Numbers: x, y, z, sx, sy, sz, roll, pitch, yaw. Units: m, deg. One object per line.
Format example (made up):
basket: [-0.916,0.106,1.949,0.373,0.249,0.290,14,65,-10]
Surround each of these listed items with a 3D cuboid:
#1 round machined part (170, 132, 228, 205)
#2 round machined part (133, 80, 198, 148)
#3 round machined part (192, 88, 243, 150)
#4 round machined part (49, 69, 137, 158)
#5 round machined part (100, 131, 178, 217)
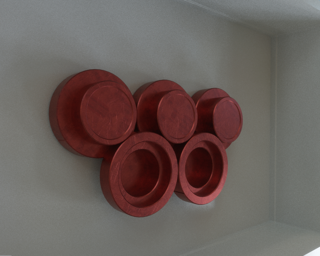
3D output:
round machined part: [0.047,0.054,0.433,0.099,0.042,0.097,0,90,-40]
round machined part: [0.010,-0.014,0.401,0.099,0.042,0.097,1,89,-39]
round machined part: [0.087,-0.012,0.465,0.099,0.042,0.097,1,89,-39]
round machined part: [-0.065,-0.015,0.338,0.099,0.042,0.097,1,89,-41]
round machined part: [-0.028,0.052,0.369,0.099,0.042,0.097,0,90,-40]
